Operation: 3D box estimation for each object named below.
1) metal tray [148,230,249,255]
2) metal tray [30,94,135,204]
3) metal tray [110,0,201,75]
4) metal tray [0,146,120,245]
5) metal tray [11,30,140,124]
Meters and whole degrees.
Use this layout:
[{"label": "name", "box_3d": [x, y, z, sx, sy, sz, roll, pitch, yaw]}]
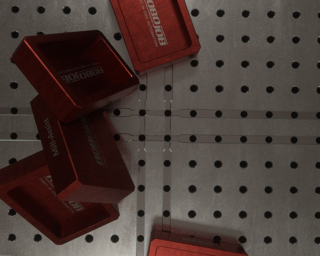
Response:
[{"label": "metal tray", "box_3d": [0.045, 0.195, 0.411, 0.131, 0.030, 0.089, 10, 90, -1]}, {"label": "metal tray", "box_3d": [-0.087, 0.020, 0.351, 0.030, 0.090, 0.130, -38, 59, 17]}, {"label": "metal tray", "box_3d": [-0.010, -0.145, 0.410, 0.090, 0.030, 0.129, -19, 90, -1]}, {"label": "metal tray", "box_3d": [-0.116, 0.082, 0.371, 0.090, 0.030, 0.130, -25, 130, 0]}, {"label": "metal tray", "box_3d": [-0.089, -0.067, 0.361, 0.030, 0.131, 0.090, -38, 90, 32]}]
